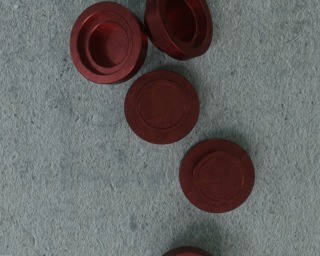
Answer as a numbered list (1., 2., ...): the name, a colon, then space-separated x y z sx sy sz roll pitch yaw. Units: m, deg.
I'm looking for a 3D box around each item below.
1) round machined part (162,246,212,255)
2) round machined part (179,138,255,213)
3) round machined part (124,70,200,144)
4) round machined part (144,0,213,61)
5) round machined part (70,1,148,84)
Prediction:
1. round machined part: 0.035 0.201 0.402 0.099 0.042 0.097 0 90 0
2. round machined part: 0.075 0.062 0.402 0.099 0.042 0.097 0 90 0
3. round machined part: 0.003 -0.027 0.401 0.099 0.042 0.097 0 90 0
4. round machined part: 0.019 -0.131 0.384 0.099 0.042 0.097 8 79 -43
5. round machined part: -0.060 -0.104 0.390 0.098 0.042 0.097 2 96 20
